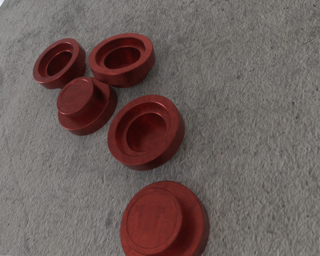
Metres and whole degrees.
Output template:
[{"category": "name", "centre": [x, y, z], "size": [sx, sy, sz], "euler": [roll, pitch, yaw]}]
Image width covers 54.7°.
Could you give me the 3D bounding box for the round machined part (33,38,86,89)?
[{"category": "round machined part", "centre": [-0.172, -0.108, 0.550], "size": [0.098, 0.042, 0.098], "euler": [-13, 56, 21]}]

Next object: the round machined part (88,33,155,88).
[{"category": "round machined part", "centre": [-0.055, -0.098, 0.471], "size": [0.098, 0.042, 0.098], "euler": [-6, 50, 8]}]

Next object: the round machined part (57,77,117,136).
[{"category": "round machined part", "centre": [-0.119, -0.041, 0.481], "size": [0.098, 0.042, 0.098], "euler": [-13, 56, 21]}]

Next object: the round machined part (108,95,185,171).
[{"category": "round machined part", "centre": [-0.014, 0.009, 0.395], "size": [0.098, 0.042, 0.098], "euler": [-13, 56, 21]}]

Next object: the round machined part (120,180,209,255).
[{"category": "round machined part", "centre": [-0.001, 0.102, 0.331], "size": [0.098, 0.042, 0.098], "euler": [-13, 56, 21]}]
